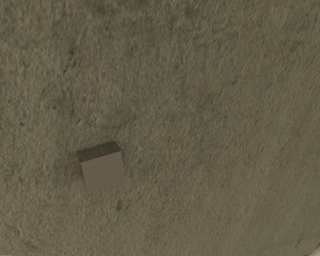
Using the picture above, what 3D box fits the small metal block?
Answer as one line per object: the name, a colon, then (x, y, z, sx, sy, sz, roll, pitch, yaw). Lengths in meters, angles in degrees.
small metal block: (-0.075, 0.049, 0.396, 0.050, 0.025, 0.050, -16, 125, -19)
